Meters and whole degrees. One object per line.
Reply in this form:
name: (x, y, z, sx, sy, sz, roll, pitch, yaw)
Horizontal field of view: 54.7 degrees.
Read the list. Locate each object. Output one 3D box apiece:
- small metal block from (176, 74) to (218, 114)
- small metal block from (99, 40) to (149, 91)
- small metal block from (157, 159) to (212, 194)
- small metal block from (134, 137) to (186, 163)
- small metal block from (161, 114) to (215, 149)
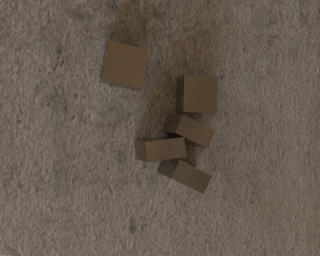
small metal block: (0.051, -0.045, 0.429, 0.050, 0.025, 0.050, 2, 89, -21)
small metal block: (-0.046, -0.078, 0.393, 0.050, 0.025, 0.050, 10, 87, -20)
small metal block: (0.031, 0.061, 0.409, 0.050, 0.050, 0.025, 29, 81, -18)
small metal block: (-0.001, 0.026, 0.396, 0.050, 0.050, 0.025, -6, 93, -20)
small metal block: (0.036, 0.005, 0.410, 0.050, 0.050, 0.025, 25, 81, -19)
